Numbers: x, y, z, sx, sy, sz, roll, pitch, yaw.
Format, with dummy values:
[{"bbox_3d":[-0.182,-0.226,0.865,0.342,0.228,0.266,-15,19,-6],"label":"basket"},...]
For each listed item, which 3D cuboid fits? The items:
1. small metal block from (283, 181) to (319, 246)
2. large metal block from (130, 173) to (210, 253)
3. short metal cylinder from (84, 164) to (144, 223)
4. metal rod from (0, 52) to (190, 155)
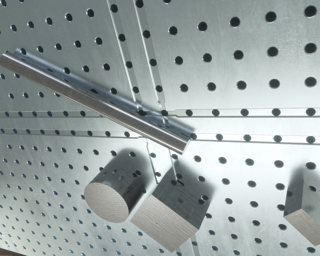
[{"bbox_3d":[0.175,0.099,0.364,0.050,0.050,0.025,43,129,-2],"label":"small metal block"},{"bbox_3d":[0.013,0.128,0.466,0.080,0.050,0.079,36,129,3],"label":"large metal block"},{"bbox_3d":[-0.073,0.104,0.496,0.080,0.050,0.079,13,124,20],"label":"short metal cylinder"},{"bbox_3d":[-0.098,-0.039,0.436,0.301,0.025,0.025,26,127,11],"label":"metal rod"}]
